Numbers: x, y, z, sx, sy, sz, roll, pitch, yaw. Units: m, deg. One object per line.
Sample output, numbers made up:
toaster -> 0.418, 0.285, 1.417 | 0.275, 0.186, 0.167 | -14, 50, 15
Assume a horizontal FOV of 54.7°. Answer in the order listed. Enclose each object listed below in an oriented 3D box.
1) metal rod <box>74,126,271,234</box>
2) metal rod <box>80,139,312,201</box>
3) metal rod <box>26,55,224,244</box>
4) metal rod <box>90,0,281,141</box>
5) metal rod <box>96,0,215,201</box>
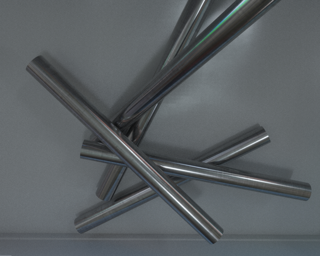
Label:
metal rod -> 0.011, 0.077, 0.439 | 0.301, 0.025, 0.025 | -28, 108, 9
metal rod -> 0.050, 0.056, 0.405 | 0.302, 0.025, 0.025 | 11, 110, -5
metal rod -> -0.038, 0.030, 0.370 | 0.300, 0.025, 0.025 | 44, 104, -5
metal rod -> 0.011, -0.053, 0.328 | 0.025, 0.025, 0.299 | 42, 129, -14
metal rod -> -0.014, -0.029, 0.400 | 0.025, 0.025, 0.298 | 25, 108, -9
